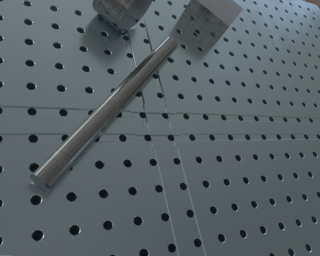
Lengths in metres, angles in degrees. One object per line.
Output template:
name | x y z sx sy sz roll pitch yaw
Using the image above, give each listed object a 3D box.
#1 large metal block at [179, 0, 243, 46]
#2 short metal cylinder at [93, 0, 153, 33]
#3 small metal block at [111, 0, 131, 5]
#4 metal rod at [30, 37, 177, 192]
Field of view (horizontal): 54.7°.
large metal block | 0.096 -0.211 0.572 0.080 0.050 0.080 39 51 -2
short metal cylinder | -0.053 -0.189 0.460 0.050 0.080 0.080 42 51 0
small metal block | -0.073 -0.237 0.514 0.050 0.025 0.050 6 59 -25
metal rod | -0.051 -0.040 0.404 0.025 0.025 0.301 38 51 -3
